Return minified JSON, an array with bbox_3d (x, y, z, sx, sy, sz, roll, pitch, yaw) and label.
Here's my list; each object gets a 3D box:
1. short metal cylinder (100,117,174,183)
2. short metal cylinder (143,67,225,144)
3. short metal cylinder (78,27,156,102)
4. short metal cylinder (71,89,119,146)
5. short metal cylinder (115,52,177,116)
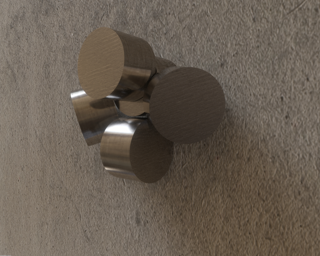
[{"bbox_3d":[-0.027,0.026,0.390,0.050,0.081,0.079,2,92,40],"label":"short metal cylinder"},{"bbox_3d":[0.024,-0.027,0.341,0.050,0.081,0.079,-132,53,-74],"label":"short metal cylinder"},{"bbox_3d":[-0.052,-0.072,0.365,0.080,0.050,0.079,0,90,39],"label":"short metal cylinder"},{"bbox_3d":[-0.087,-0.020,0.433,0.080,0.050,0.080,163,89,-81],"label":"short metal cylinder"},{"bbox_3d":[-0.017,-0.054,0.402,0.080,0.050,0.079,0,90,39],"label":"short metal cylinder"}]
